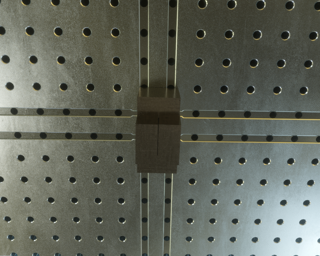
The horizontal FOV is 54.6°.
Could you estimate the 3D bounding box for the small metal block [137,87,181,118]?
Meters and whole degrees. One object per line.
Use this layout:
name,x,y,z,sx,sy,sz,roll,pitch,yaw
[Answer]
small metal block,-0.002,-0.033,0.387,0.050,0.050,0.025,2,110,-1

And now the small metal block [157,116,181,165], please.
small metal block,0.011,0.011,0.377,0.025,0.050,0.050,2,110,0

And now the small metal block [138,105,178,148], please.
small metal block,-0.003,-0.002,0.412,0.050,0.025,0.050,2,110,0

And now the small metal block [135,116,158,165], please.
small metal block,-0.015,0.010,0.377,0.025,0.050,0.050,2,110,-1

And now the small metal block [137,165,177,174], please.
small metal block,-0.003,0.037,0.413,0.050,0.050,0.025,2,110,-1
